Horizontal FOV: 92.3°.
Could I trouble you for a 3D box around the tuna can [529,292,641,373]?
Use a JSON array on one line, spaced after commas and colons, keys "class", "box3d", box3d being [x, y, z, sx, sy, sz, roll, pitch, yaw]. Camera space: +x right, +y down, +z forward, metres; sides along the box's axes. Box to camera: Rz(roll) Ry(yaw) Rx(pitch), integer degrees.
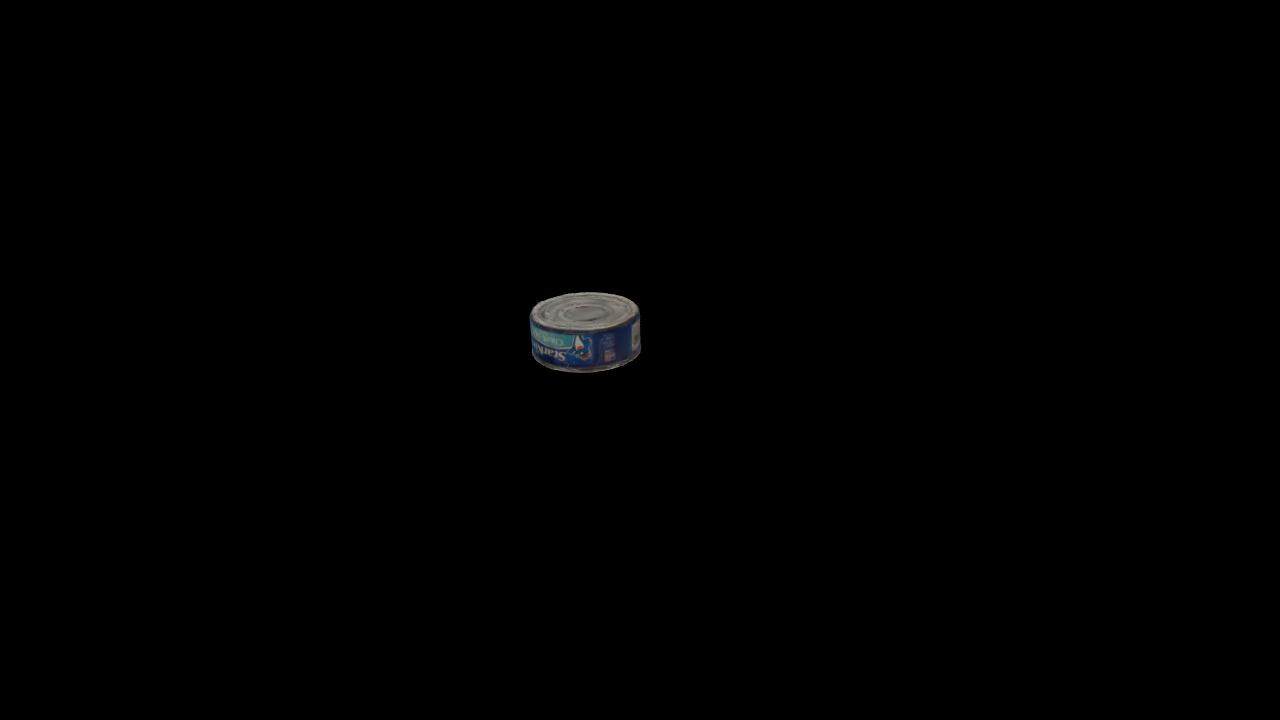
[{"class": "tuna can", "box3d": [-0.041, -0.023, 0.465, 0.084, 0.034, 0.084, -1, 26, 0]}]
